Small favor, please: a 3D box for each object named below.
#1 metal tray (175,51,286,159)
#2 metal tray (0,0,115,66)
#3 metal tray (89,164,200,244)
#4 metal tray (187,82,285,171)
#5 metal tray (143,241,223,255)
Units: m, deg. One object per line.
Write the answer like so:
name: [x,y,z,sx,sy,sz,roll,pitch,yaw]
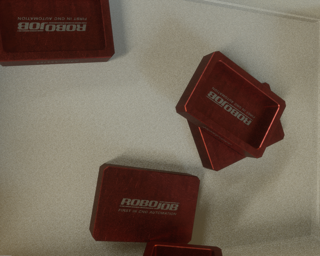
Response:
metal tray: [0.097,-0.028,0.412,0.130,0.030,0.090,32,79,-18]
metal tray: [-0.125,-0.122,0.361,0.131,0.030,0.089,-7,93,-20]
metal tray: [-0.018,0.099,0.402,0.131,0.030,0.089,10,87,-20]
metal tray: [0.111,-0.004,0.451,0.131,0.030,0.090,-22,98,-19]
metal tray: [0.022,0.162,0.319,0.091,0.130,0.030,3,94,6]
